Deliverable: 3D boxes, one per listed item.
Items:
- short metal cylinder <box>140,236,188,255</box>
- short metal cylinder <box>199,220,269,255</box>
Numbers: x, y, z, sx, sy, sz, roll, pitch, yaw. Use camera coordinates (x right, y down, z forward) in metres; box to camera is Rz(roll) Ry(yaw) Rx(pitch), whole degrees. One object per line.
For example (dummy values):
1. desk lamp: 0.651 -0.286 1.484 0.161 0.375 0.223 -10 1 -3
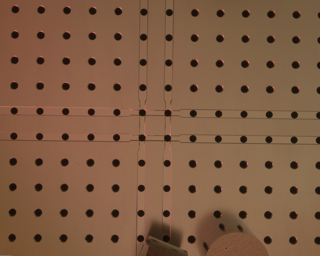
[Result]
1. short metal cylinder: -0.004 0.183 0.386 0.050 0.080 0.080 23 90 -1
2. short metal cylinder: 0.094 0.167 0.402 0.081 0.050 0.079 0 90 -1
